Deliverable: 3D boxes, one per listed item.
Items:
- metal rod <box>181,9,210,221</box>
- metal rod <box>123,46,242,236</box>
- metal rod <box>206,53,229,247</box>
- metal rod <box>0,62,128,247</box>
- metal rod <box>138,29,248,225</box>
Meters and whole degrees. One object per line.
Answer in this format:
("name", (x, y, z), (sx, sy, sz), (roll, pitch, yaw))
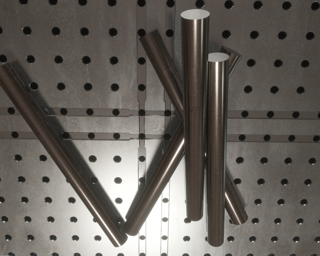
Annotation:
("metal rod", (0.041, 0.015, 0.365), (0.025, 0.025, 0.298), (-4, 130, 1))
("metal rod", (0.017, 0.035, 0.405), (0.025, 0.025, 0.298), (23, 116, -9))
("metal rod", (0.072, 0.051, 0.396), (0.025, 0.025, 0.298), (-6, 124, 2))
("metal rod", (-0.129, 0.049, 0.429), (0.025, 0.025, 0.299), (-26, 108, 9))
("metal rod", (0.053, 0.012, 0.418), (0.025, 0.025, 0.299), (-26, 109, 9))
